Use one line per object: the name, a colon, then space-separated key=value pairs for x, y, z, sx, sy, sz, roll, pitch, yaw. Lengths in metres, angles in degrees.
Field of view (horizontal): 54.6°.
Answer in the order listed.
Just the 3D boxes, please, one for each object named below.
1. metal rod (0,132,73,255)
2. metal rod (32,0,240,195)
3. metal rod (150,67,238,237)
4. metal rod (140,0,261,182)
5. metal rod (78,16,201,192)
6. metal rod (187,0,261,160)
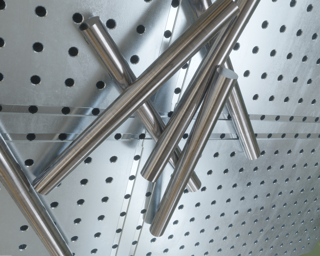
metal rod: x=-0.165 y=0.072 z=0.364 sx=0.025 sy=0.025 sz=0.299 roll=-23 pitch=127 yaw=-15
metal rod: x=-0.036 y=-0.027 z=0.343 sx=0.299 sy=0.025 sz=0.025 roll=-42 pitch=130 yaw=13
metal rod: x=0.034 y=0.054 z=0.427 sx=0.025 sy=0.025 sz=0.298 roll=-2 pitch=131 yaw=-27
metal rod: x=0.054 y=-0.062 z=0.367 sx=0.025 sy=0.025 sz=0.299 roll=17 pitch=109 yaw=-35
metal rod: x=-0.008 y=-0.006 z=0.402 sx=0.025 sy=0.025 sz=0.300 roll=-36 pitch=129 yaw=-4
metal rod: x=0.096 y=-0.056 z=0.428 sx=0.025 sy=0.025 sz=0.300 roll=-35 pitch=129 yaw=-5
